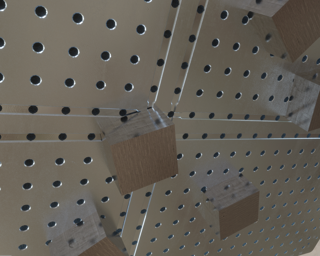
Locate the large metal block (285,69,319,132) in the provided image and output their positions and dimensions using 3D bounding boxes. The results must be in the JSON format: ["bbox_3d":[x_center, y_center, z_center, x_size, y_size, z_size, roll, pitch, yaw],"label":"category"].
[{"bbox_3d":[0.261,-0.049,0.506,0.081,0.050,0.080,-14,124,-21],"label":"large metal block"}]

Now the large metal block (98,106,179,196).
[{"bbox_3d":[-0.026,0.028,0.398,0.081,0.050,0.080,-19,126,-18],"label":"large metal block"}]

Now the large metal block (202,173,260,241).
[{"bbox_3d":[0.125,0.139,0.548,0.080,0.050,0.080,-21,127,-16],"label":"large metal block"}]

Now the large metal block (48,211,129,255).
[{"bbox_3d":[-0.101,0.181,0.452,0.080,0.050,0.080,-33,129,-7],"label":"large metal block"}]

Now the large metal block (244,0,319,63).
[{"bbox_3d":[0.168,-0.145,0.396,0.080,0.050,0.080,-45,129,3],"label":"large metal block"}]
